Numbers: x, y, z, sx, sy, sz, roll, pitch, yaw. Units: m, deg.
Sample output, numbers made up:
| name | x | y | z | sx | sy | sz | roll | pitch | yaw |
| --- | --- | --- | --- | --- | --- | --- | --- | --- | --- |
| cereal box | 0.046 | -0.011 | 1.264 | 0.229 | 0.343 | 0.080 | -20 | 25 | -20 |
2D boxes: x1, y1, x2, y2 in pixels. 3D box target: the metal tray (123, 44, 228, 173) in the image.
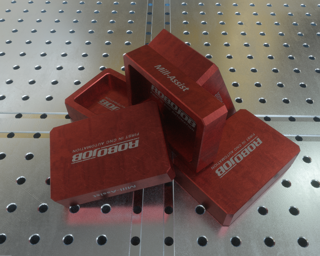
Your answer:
| name | x | y | z | sx | sy | sz | roll | pitch | yaw |
| --- | --- | --- | --- | --- | --- | --- | --- | --- | --- |
| metal tray | 0.011 | -0.022 | 0.345 | 0.030 | 0.089 | 0.130 | -31 | 57 | -24 |

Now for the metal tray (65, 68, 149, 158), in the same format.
| name | x | y | z | sx | sy | sz | roll | pitch | yaw |
| --- | --- | --- | --- | --- | --- | --- | --- | --- | --- |
| metal tray | -0.051 | -0.025 | 0.424 | 0.130 | 0.030 | 0.090 | 29 | 56 | 22 |

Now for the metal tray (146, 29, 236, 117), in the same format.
| name | x | y | z | sx | sy | sz | roll | pitch | yaw |
| --- | --- | --- | --- | --- | --- | --- | --- | --- | --- |
| metal tray | 0.043 | -0.057 | 0.389 | 0.030 | 0.130 | 0.090 | -47 | 60 | 1 |

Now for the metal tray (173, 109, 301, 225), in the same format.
| name | x | y | z | sx | sy | sz | roll | pitch | yaw |
| --- | --- | --- | --- | --- | --- | --- | --- | --- | --- |
| metal tray | 0.090 | 0.040 | 0.370 | 0.131 | 0.030 | 0.090 | -34 | 58 | -26 |

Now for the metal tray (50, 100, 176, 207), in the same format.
| name | x | y | z | sx | sy | sz | roll | pitch | yaw |
| --- | --- | --- | --- | --- | --- | --- | --- | --- | --- |
| metal tray | -0.056 | 0.028 | 0.349 | 0.131 | 0.030 | 0.090 | -15 | 61 | 6 |
